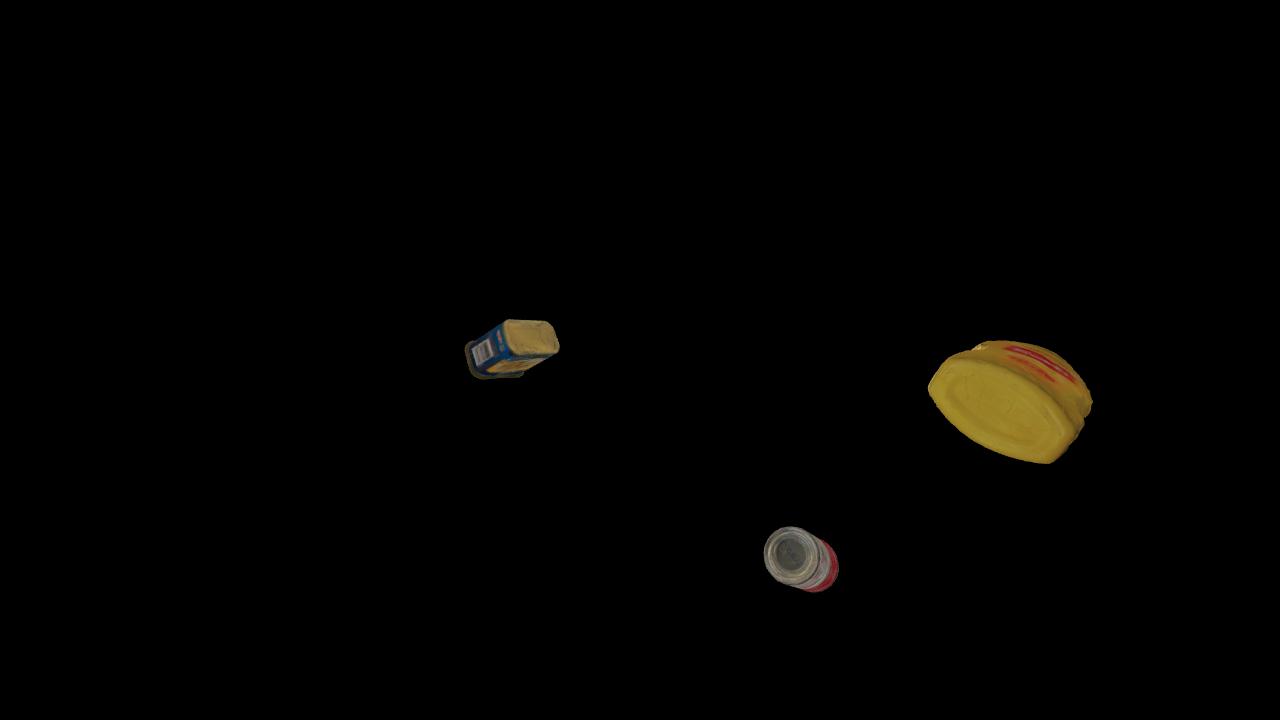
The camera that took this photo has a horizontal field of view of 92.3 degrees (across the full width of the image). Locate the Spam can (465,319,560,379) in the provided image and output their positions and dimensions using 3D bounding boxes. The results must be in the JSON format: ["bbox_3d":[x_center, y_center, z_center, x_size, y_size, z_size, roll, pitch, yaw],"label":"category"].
[{"bbox_3d":[-0.177,-0.016,0.860,0.085,0.058,0.101,-27,-14,34],"label":"Spam can"}]

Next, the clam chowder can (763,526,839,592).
[{"bbox_3d":[0.196,0.243,0.746,0.068,0.068,0.102,0,-22,30],"label":"clam chowder can"}]

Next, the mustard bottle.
[{"bbox_3d":[0.290,0.020,0.468,0.092,0.054,0.184,32,28,33],"label":"mustard bottle"}]
